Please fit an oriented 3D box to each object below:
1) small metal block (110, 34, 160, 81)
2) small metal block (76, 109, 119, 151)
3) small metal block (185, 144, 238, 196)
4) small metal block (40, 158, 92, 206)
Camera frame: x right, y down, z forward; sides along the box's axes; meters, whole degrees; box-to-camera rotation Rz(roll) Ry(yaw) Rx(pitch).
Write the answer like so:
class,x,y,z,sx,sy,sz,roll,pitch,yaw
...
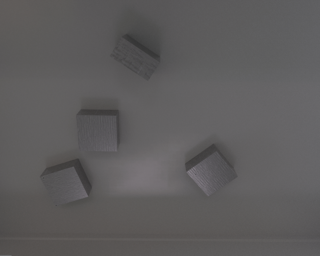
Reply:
class,x,y,z,sx,sy,sz,roll,pitch,yaw
small metal block,-0.028,-0.085,0.366,0.050,0.050,0.025,32,107,-11
small metal block,-0.081,0.003,0.412,0.050,0.025,0.050,1,110,-1
small metal block,0.071,0.059,0.433,0.050,0.025,0.050,-37,106,12
small metal block,-0.132,0.077,0.438,0.050,0.025,0.050,-17,109,6
